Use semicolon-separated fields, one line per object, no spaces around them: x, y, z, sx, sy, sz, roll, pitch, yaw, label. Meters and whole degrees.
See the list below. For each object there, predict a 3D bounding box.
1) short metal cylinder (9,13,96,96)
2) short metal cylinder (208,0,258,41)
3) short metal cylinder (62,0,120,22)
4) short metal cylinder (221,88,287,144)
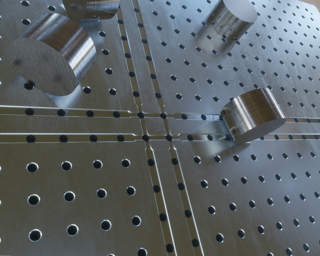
-0.122;-0.083;0.359;0.080;0.080;0.050;30;52;-9;short metal cylinder
0.141;-0.218;0.604;0.081;0.050;0.080;14;56;-21;short metal cylinder
-0.100;-0.194;0.439;0.050;0.080;0.080;-20;73;-36;short metal cylinder
0.137;-0.016;0.459;0.081;0.080;0.050;-8;66;-32;short metal cylinder
